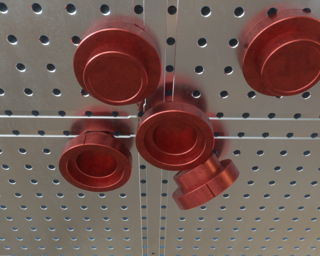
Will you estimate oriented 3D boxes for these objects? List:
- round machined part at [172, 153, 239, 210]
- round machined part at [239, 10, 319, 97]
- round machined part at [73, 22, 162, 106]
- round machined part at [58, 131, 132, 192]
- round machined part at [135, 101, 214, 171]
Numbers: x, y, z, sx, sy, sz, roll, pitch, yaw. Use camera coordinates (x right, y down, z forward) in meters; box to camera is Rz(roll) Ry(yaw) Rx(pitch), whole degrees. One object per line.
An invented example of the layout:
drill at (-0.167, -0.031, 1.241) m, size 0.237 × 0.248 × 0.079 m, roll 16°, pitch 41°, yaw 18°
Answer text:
round machined part at (0.058, 0.069, 0.436) m, size 0.098 × 0.098 × 0.042 m, roll -33°, pitch 89°, yaw 24°
round machined part at (0.141, -0.074, 0.340) m, size 0.099 × 0.042 × 0.097 m, roll -1°, pitch 130°, yaw 0°
round machined part at (-0.047, -0.064, 0.346) m, size 0.099 × 0.042 × 0.097 m, roll -1°, pitch 130°, yaw 0°
round machined part at (-0.088, 0.043, 0.436) m, size 0.099 × 0.042 × 0.097 m, roll -1°, pitch 130°, yaw 0°
round machined part at (0.019, 0.007, 0.403) m, size 0.099 × 0.042 × 0.097 m, roll 2°, pitch 126°, yaw 3°
